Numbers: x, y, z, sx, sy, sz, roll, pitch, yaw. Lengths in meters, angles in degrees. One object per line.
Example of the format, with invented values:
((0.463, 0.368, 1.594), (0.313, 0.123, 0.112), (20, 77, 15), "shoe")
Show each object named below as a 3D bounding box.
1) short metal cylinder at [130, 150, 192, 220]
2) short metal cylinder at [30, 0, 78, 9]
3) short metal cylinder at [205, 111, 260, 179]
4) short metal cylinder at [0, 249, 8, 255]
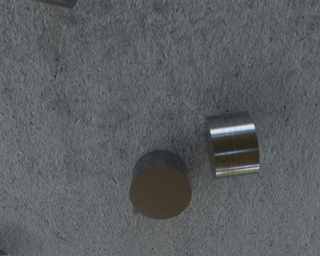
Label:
((0.001, 0.077, 0.425), (0.081, 0.050, 0.079), (0, 110, 0), "short metal cylinder")
((-0.112, -0.169, 0.317), (0.050, 0.080, 0.079), (11, 110, -4), "short metal cylinder")
((0.088, 0.021, 0.389), (0.050, 0.080, 0.079), (-8, 110, 3), "short metal cylinder")
((-0.281, 0.228, 0.478), (0.081, 0.050, 0.079), (0, 110, 0), "short metal cylinder")
